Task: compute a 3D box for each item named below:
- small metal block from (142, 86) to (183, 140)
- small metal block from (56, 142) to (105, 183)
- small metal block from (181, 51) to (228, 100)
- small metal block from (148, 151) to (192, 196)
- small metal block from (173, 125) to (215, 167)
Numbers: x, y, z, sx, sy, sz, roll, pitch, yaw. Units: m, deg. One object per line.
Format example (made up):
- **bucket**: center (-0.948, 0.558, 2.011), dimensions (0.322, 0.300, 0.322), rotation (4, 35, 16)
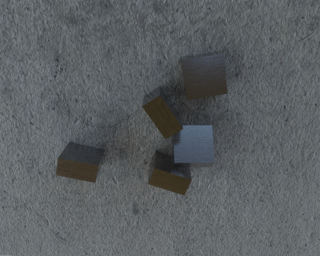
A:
- **small metal block**: center (0.003, -0.020, 0.389), dimensions (0.025, 0.050, 0.050), rotation (-32, 107, 11)
- **small metal block**: center (-0.104, 0.045, 0.412), dimensions (0.050, 0.050, 0.025), rotation (12, 110, -5)
- **small metal block**: center (0.054, -0.066, 0.386), dimensions (0.050, 0.025, 0.050), rotation (-9, 110, 3)
- **small metal block**: center (0.013, 0.060, 0.418), dimensions (0.050, 0.050, 0.025), rotation (19, 110, -7)
- **small metal block**: center (0.043, 0.024, 0.405), dimensions (0.050, 0.025, 0.050), rotation (0, 70, -1)
